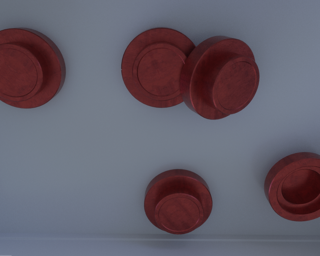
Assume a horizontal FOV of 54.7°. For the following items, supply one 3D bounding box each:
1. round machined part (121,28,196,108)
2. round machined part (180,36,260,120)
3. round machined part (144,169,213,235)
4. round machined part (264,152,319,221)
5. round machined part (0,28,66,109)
[{"bbox_3d":[0.002,-0.071,0.376,0.099,0.042,0.097,0,110,0],"label":"round machined part"},{"bbox_3d":[0.076,-0.054,0.360,0.099,0.042,0.097,-15,120,-26],"label":"round machined part"},{"bbox_3d":[0.026,0.112,0.444,0.099,0.042,0.097,0,110,0],"label":"round machined part"},{"bbox_3d":[0.194,0.077,0.432,0.099,0.042,0.097,0,110,0],"label":"round machined part"},{"bbox_3d":[-0.170,-0.070,0.375,0.099,0.042,0.097,0,110,0],"label":"round machined part"}]
